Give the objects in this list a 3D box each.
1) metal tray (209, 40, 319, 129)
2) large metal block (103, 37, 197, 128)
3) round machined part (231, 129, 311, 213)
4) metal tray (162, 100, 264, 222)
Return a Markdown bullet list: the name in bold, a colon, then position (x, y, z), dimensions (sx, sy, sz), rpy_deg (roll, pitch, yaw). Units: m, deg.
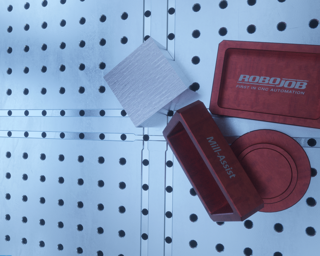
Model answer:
- **metal tray**: position (0.130, -0.052, 0.363), dimensions (0.130, 0.030, 0.089), rpy_deg (9, 93, 19)
- **large metal block**: position (-0.012, -0.056, 0.403), dimensions (0.080, 0.050, 0.080), rpy_deg (-37, 78, 16)
- **round machined part**: position (0.122, 0.050, 0.360), dimensions (0.098, 0.042, 0.097), rpy_deg (0, 90, 20)
- **metal tray**: position (0.054, 0.042, 0.358), dimensions (0.030, 0.090, 0.130), rpy_deg (-27, 80, -17)
